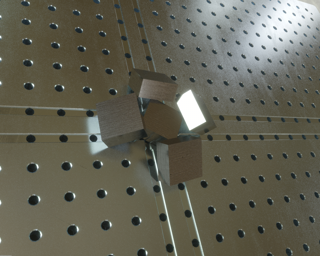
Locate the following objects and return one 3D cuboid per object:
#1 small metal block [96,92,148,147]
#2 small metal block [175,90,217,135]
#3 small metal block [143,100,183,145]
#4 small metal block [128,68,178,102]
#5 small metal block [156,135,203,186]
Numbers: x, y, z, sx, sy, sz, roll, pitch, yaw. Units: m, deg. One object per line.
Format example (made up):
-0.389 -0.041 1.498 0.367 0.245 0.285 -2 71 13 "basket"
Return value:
-0.046 -0.010 0.375 0.050 0.025 0.050 -16 65 2 "small metal block"
0.051 -0.020 0.435 0.050 0.025 0.050 19 44 -62 "small metal block"
-0.001 -0.005 0.412 0.050 0.025 0.050 28 52 -11 "small metal block"
-0.010 -0.059 0.424 0.050 0.025 0.050 6 23 -25 "small metal block"
0.025 0.039 0.383 0.050 0.025 0.050 -10 102 -33 "small metal block"
